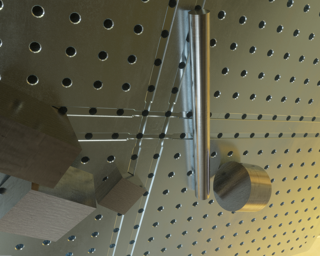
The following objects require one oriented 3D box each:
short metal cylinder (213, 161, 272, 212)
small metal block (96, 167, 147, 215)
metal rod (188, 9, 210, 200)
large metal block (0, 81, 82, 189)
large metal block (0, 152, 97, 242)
[{"bbox_3d":[0.135,0.098,0.513,0.050,0.080,0.079,12,112,-34],"label":"short metal cylinder"},{"bbox_3d":[-0.056,0.090,0.438,0.050,0.025,0.050,-48,129,5],"label":"small metal block"},{"bbox_3d":[0.058,-0.010,0.438,0.025,0.025,0.298,-19,126,-18],"label":"metal rod"},{"bbox_3d":[-0.134,0.006,0.306,0.080,0.080,0.050,31,101,-38],"label":"large metal block"},{"bbox_3d":[-0.134,0.084,0.361,0.080,0.050,0.080,-41,132,21],"label":"large metal block"}]
